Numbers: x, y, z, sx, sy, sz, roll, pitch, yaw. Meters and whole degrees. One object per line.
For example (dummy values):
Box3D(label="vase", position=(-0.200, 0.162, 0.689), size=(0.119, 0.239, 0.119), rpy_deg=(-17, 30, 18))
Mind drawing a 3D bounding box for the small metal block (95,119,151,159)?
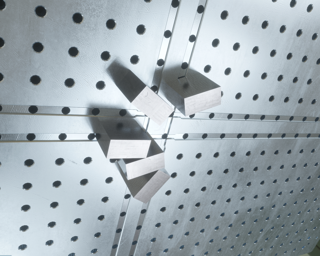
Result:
Box3D(label="small metal block", position=(-0.046, 0.013, 0.377), size=(0.050, 0.050, 0.025), rpy_deg=(2, 118, -29))

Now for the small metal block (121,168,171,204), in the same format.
Box3D(label="small metal block", position=(-0.020, 0.065, 0.424), size=(0.050, 0.050, 0.025), rpy_deg=(-48, 129, 6))

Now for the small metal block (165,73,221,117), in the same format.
Box3D(label="small metal block", position=(0.041, -0.043, 0.390), size=(0.050, 0.050, 0.025), rpy_deg=(-19, 126, -17))

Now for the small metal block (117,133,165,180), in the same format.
Box3D(label="small metal block", position=(-0.028, 0.035, 0.401), size=(0.050, 0.050, 0.025), rpy_deg=(-16, 125, -19))

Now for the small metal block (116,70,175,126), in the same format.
Box3D(label="small metal block", position=(-0.018, -0.035, 0.363), size=(0.025, 0.050, 0.050), rpy_deg=(-48, 129, 5))
